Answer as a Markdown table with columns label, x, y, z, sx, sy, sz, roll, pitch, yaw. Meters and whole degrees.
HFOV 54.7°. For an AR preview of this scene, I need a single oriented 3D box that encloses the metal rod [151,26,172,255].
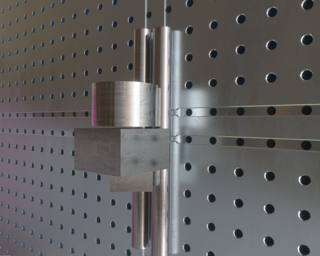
| label | x | y | z | sx | sy | sz | roll | pitch | yaw |
| --- | --- | --- | --- | --- | --- | --- | --- | --- | --- |
| metal rod | 0.002 | 0.020 | 0.407 | 0.025 | 0.025 | 0.298 | 1 | 91 | 39 |

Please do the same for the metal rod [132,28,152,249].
| label | x | y | z | sx | sy | sz | roll | pitch | yaw |
| --- | --- | --- | --- | --- | --- | --- | --- | --- | --- |
| metal rod | -0.025 | 0.015 | 0.430 | 0.025 | 0.025 | 0.298 | 1 | 91 | 39 |

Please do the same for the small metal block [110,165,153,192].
| label | x | y | z | sx | sy | sz | roll | pitch | yaw |
| --- | --- | --- | --- | --- | --- | --- | --- | --- | --- |
| small metal block | -0.036 | 0.063 | 0.391 | 0.050 | 0.050 | 0.025 | 1 | 91 | -5 |

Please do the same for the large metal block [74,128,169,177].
| label | x | y | z | sx | sy | sz | roll | pitch | yaw |
| --- | --- | --- | --- | --- | --- | --- | --- | --- | --- |
| large metal block | -0.046 | 0.025 | 0.377 | 0.080 | 0.081 | 0.050 | 1 | 91 | 39 |

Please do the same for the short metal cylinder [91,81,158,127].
| label | x | y | z | sx | sy | sz | roll | pitch | yaw |
| --- | --- | --- | --- | --- | --- | --- | --- | --- | --- |
| short metal cylinder | -0.043 | -0.027 | 0.379 | 0.080 | 0.081 | 0.050 | 1 | 91 | 39 |
